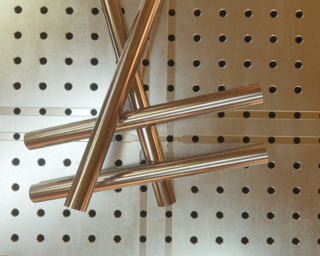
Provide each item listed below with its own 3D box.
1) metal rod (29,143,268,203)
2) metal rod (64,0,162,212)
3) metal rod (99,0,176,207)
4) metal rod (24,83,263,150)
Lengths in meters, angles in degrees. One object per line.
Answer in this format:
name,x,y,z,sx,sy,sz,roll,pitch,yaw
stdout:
metal rod,-0.021,0.058,0.389,0.301,0.025,0.025,-11,90,9
metal rod,-0.049,-0.050,0.377,0.025,0.025,0.299,18,76,0
metal rod,-0.032,-0.043,0.413,0.025,0.025,0.299,-16,90,0
metal rod,-0.028,-0.011,0.387,0.301,0.025,0.025,-11,90,10
